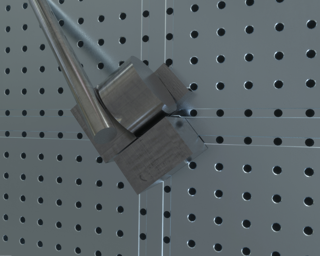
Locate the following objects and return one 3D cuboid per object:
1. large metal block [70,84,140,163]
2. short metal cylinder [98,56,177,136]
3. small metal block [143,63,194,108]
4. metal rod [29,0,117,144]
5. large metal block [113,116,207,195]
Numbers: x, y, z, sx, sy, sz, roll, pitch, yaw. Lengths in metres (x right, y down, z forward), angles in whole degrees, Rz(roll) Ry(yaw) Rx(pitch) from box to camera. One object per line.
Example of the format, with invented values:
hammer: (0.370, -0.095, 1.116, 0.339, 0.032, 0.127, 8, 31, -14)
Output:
large metal block: (-0.055, -0.005, 0.402, 0.050, 0.080, 0.080, -39, 78, 16)
short metal cylinder: (-0.025, -0.037, 0.364, 0.050, 0.080, 0.080, -38, 78, 16)
small metal block: (0.007, -0.049, 0.410, 0.050, 0.025, 0.050, -43, 77, 14)
metal rod: (-0.124, -0.097, 0.399, 0.025, 0.025, 0.300, -43, 56, 15)
large metal block: (0.004, 0.031, 0.379, 0.080, 0.080, 0.050, -39, 78, 15)
